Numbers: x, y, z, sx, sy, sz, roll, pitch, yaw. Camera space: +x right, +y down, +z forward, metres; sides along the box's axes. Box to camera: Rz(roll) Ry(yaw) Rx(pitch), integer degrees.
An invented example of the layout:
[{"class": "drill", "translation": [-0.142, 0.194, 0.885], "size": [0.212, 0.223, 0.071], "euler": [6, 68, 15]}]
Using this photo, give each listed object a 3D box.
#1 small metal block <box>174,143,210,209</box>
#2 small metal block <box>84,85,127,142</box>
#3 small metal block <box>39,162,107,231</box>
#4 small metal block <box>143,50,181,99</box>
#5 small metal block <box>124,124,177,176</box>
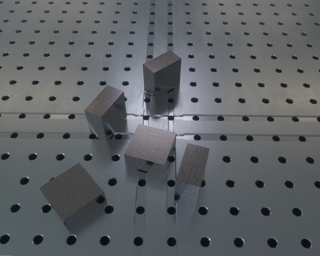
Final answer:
[{"class": "small metal block", "translation": [0.035, 0.054, 0.347], "size": [0.025, 0.050, 0.050], "euler": [13, 51, 11]}, {"class": "small metal block", "translation": [-0.069, -0.019, 0.407], "size": [0.025, 0.050, 0.050], "euler": [22, 54, 17]}, {"class": "small metal block", "translation": [-0.096, 0.075, 0.345], "size": [0.050, 0.025, 0.050], "euler": [-34, 58, -25]}, {"class": "small metal block", "translation": [0.003, -0.079, 0.458], "size": [0.050, 0.050, 0.025], "euler": [-32, 57, -24]}, {"class": "small metal block", "translation": [-0.011, 0.027, 0.386], "size": [0.050, 0.025, 0.050], "euler": [14, 51, 11]}]
